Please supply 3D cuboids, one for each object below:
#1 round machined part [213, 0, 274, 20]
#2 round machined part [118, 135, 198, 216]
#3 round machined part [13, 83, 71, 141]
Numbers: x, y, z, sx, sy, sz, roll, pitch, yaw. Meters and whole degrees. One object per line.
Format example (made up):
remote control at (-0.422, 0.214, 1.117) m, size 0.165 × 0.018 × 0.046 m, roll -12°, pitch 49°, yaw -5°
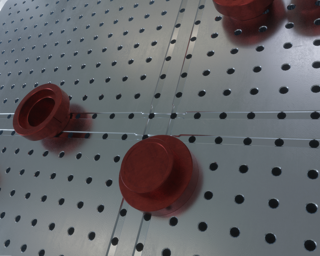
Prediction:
round machined part at (0.127, -0.198, 0.453) m, size 0.098 × 0.042 × 0.098 m, roll -13°, pitch 56°, yaw 21°
round machined part at (-0.008, 0.051, 0.371) m, size 0.098 × 0.042 × 0.098 m, roll -13°, pitch 56°, yaw 21°
round machined part at (-0.188, -0.022, 0.511) m, size 0.098 × 0.042 × 0.098 m, roll -13°, pitch 56°, yaw 21°
